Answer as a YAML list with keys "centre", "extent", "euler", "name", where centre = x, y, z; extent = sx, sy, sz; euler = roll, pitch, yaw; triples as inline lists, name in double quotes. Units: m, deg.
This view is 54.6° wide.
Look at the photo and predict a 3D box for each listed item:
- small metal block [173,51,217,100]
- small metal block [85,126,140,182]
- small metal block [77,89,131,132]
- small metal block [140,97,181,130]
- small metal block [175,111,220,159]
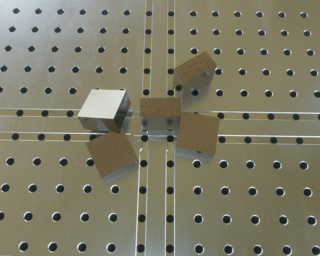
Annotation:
- centre: [0.046, -0.071, 0.425]
  extent: [0.050, 0.050, 0.025]
  euler: [-31, 73, -11]
  name: "small metal block"
- centre: [-0.060, 0.033, 0.399]
  extent: [0.050, 0.025, 0.050]
  euler: [-26, 72, -9]
  name: "small metal block"
- centre: [-0.072, -0.024, 0.406]
  extent: [0.050, 0.025, 0.050]
  euler: [4, 51, 17]
  name: "small metal block"
- centre: [0.001, -0.017, 0.405]
  extent: [0.050, 0.050, 0.025]
  euler: [-1, 70, 0]
  name: "small metal block"
- centre: [0.049, 0.010, 0.409]
  extent: [0.050, 0.025, 0.050]
  euler: [11, 70, 3]
  name: "small metal block"
